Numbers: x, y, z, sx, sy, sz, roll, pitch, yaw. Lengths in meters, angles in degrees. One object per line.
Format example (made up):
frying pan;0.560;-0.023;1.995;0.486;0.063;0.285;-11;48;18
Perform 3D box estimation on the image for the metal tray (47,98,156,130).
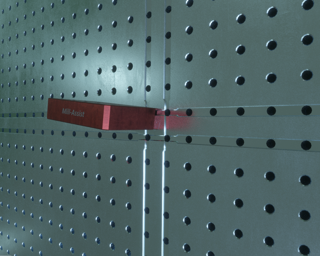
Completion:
metal tray;-0.083;-0.020;0.433;0.130;0.091;0.030;9;96;39
